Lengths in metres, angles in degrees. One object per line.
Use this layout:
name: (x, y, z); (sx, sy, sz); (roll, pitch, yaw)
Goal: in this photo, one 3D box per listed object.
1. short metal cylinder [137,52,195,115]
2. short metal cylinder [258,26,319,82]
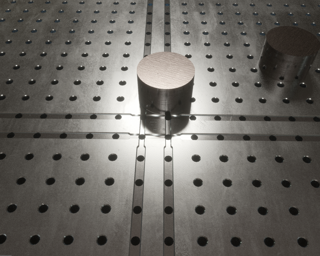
short metal cylinder: (0.008, -0.065, 0.446); (0.081, 0.050, 0.080); (0, 50, 0)
short metal cylinder: (0.204, -0.119, 0.494); (0.081, 0.050, 0.080); (0, 50, 0)
